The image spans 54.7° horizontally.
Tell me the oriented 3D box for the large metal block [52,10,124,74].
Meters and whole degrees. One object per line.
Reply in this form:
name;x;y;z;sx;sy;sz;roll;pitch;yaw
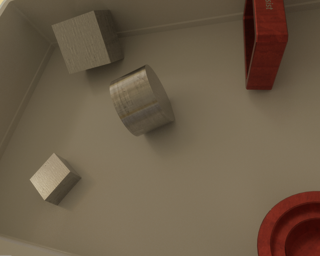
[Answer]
large metal block;-0.116;-0.140;0.507;0.080;0.080;0.050;-10;18;23

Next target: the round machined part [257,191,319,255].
round machined part;0.134;0.105;0.252;0.098;0.042;0.098;-16;43;16

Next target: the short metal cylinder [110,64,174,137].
short metal cylinder;-0.022;-0.035;0.402;0.050;0.080;0.080;-24;53;13

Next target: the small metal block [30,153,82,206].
small metal block;-0.148;0.072;0.437;0.050;0.025;0.050;35;81;38

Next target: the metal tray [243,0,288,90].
metal tray;0.121;-0.122;0.371;0.030;0.090;0.130;2;61;9
